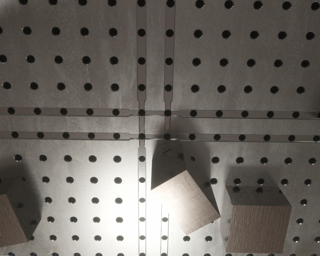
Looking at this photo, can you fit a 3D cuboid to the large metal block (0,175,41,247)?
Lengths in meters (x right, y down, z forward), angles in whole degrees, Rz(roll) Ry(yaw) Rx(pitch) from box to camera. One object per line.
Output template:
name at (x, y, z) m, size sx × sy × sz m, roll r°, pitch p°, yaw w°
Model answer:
large metal block at (-0.231, 0.122, 0.442) m, size 0.080 × 0.050 × 0.079 m, roll -12°, pitch 110°, yaw 4°

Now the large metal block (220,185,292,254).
large metal block at (0.136, 0.133, 0.451) m, size 0.081 × 0.050 × 0.079 m, roll 2°, pitch 110°, yaw -1°

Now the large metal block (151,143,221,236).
large metal block at (0.032, 0.079, 0.414) m, size 0.050 × 0.080 × 0.080 m, roll -32°, pitch 107°, yaw 11°
